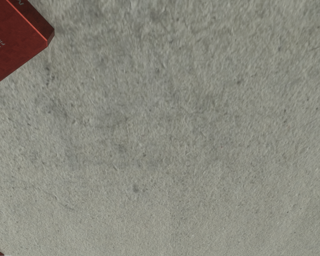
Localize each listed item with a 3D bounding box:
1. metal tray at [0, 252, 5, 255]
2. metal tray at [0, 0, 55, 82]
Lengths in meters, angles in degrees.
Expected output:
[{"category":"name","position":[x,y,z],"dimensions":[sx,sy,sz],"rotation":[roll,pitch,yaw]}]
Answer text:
[{"category":"metal tray","position":[-0.386,0.242,0.604],"dimensions":[0.090,0.030,0.130],"rotation":[-16,129,12]},{"category":"metal tray","position":[-0.184,-0.115,0.303],"dimensions":[0.090,0.030,0.130],"rotation":[-28,125,21]}]
